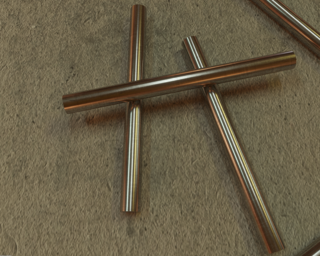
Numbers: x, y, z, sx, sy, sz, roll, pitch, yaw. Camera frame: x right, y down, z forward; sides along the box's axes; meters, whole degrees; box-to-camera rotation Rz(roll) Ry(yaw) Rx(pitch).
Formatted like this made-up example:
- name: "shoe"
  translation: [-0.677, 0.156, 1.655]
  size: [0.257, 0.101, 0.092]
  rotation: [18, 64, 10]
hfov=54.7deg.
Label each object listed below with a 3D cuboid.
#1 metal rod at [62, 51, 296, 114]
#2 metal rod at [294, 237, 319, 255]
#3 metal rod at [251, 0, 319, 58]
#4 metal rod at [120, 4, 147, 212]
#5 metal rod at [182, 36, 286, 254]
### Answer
- name: "metal rod"
  translation: [0.028, -0.060, 0.402]
  size: [0.302, 0.025, 0.025]
  rotation: [-12, 71, -5]
- name: "metal rod"
  translation: [0.203, 0.131, 0.361]
  size: [0.301, 0.025, 0.025]
  rotation: [-31, 73, -11]
- name: "metal rod"
  translation: [0.176, -0.185, 0.476]
  size: [0.025, 0.025, 0.300]
  rotation: [-39, 75, -13]
- name: "metal rod"
  translation: [-0.034, -0.040, 0.422]
  size: [0.025, 0.025, 0.299]
  rotation: [1, 70, 0]
- name: "metal rod"
  translation: [0.088, 0.007, 0.405]
  size: [0.025, 0.025, 0.299]
  rotation: [-16, 71, -6]
